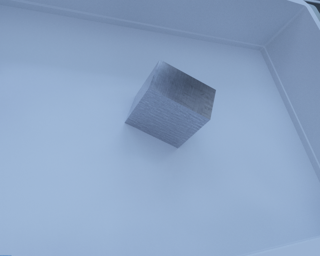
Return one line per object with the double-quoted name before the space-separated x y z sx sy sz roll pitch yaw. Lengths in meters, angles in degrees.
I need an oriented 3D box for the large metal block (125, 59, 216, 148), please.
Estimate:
"large metal block" 0.012 -0.027 0.395 0.080 0.080 0.050 26 53 -12
